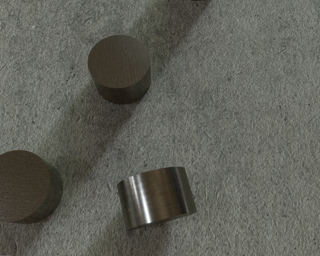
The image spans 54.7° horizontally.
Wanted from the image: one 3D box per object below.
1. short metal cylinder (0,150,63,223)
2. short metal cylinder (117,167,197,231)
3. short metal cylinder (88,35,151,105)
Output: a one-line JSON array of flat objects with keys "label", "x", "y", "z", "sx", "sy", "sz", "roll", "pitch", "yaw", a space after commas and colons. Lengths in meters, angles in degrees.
[{"label": "short metal cylinder", "x": -0.163, "y": 0.071, "z": 0.368, "sx": 0.081, "sy": 0.050, "sz": 0.080, "roll": 0, "pitch": 70, "yaw": 0}, {"label": "short metal cylinder", "x": -0.004, "y": 0.080, "z": 0.349, "sx": 0.081, "sy": 0.080, "sz": 0.050, "roll": -13, "pitch": 71, "yaw": -5}, {"label": "short metal cylinder", "x": -0.053, "y": -0.079, "z": 0.423, "sx": 0.081, "sy": 0.050, "sz": 0.080, "roll": 0, "pitch": 70, "yaw": 0}]
